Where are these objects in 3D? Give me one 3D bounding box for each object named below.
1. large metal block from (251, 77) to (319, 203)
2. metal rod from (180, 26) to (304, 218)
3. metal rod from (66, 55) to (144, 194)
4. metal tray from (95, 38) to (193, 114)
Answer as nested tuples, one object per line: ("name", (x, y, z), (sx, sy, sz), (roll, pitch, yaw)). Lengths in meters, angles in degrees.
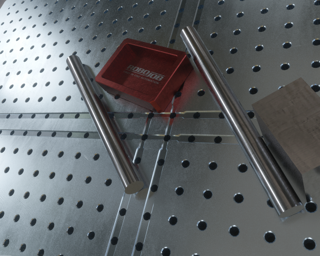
("large metal block", (0.136, 0.014, 0.293), (0.050, 0.080, 0.080), (-30, 52, 9))
("metal rod", (0.084, -0.033, 0.384), (0.025, 0.025, 0.299), (-28, 52, 10))
("metal rod", (-0.095, -0.025, 0.473), (0.025, 0.025, 0.300), (-36, 51, 4))
("metal tray", (-0.027, -0.083, 0.470), (0.130, 0.030, 0.090), (25, 75, 36))
